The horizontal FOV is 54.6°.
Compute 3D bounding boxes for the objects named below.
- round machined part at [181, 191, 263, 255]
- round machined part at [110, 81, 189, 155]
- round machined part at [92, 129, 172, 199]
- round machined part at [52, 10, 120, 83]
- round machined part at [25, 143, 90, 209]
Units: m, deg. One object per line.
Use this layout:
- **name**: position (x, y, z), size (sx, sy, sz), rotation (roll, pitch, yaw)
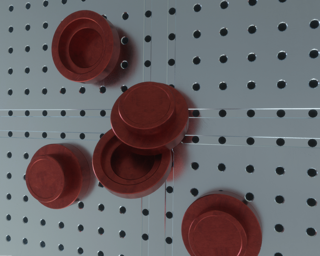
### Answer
- **round machined part**: position (0.073, 0.129, 0.378), size (0.098, 0.042, 0.097), rotation (0, 90, 20)
- **round machined part**: position (-0.014, -0.019, 0.385), size (0.098, 0.042, 0.098), rotation (-3, 60, 5)
- **round machined part**: position (-0.033, 0.044, 0.401), size (0.098, 0.042, 0.098), rotation (-3, 61, 5)
- **round machined part**: position (-0.100, -0.111, 0.440), size (0.098, 0.042, 0.097), rotation (0, 90, 20)
- **round machined part**: position (-0.158, 0.072, 0.460), size (0.098, 0.042, 0.097), rotation (0, 90, 20)
